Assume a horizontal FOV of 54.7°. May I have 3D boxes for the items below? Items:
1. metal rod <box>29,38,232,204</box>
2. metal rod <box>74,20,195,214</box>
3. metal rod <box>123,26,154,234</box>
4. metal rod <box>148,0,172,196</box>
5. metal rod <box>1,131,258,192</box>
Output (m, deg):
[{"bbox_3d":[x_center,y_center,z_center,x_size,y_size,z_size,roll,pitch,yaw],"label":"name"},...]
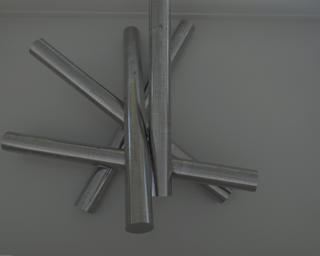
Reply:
[{"bbox_3d":[-0.037,-0.010,0.385,0.300,0.025,0.025,38,74,2],"label":"metal rod"},{"bbox_3d":[-0.026,-0.028,0.419,0.025,0.025,0.300,25,72,9],"label":"metal rod"},{"bbox_3d":[-0.030,-0.027,0.366,0.025,0.025,0.300,-5,50,-2],"label":"metal rod"},{"bbox_3d":[0.000,-0.077,0.347,0.025,0.025,0.298,0,84,0],"label":"metal rod"},{"bbox_3d":[-0.041,0.038,0.365,0.301,0.025,0.025,8,70,7],"label":"metal rod"}]
